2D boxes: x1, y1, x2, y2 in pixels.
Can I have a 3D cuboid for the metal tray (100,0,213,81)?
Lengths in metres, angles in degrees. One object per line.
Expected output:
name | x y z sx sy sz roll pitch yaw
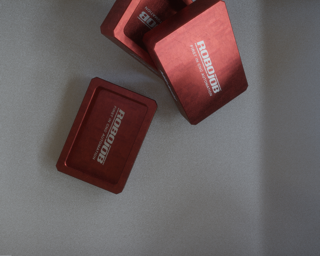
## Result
metal tray | 0.006 -0.114 0.368 0.130 0.030 0.090 30 91 -43

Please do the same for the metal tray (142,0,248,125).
metal tray | 0.048 -0.075 0.367 0.090 0.030 0.130 -35 132 -4

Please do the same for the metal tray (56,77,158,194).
metal tray | -0.068 0.010 0.408 0.090 0.030 0.129 22 90 0
